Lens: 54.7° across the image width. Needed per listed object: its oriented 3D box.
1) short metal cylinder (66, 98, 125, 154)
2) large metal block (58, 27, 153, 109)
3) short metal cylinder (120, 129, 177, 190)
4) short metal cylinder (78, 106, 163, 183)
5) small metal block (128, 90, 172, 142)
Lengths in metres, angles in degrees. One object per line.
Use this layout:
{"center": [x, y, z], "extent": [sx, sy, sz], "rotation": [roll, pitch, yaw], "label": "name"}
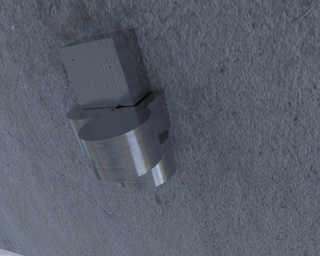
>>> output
{"center": [-0.075, -0.007, 0.409], "extent": [0.080, 0.080, 0.050], "rotation": [-2, 117, 29], "label": "short metal cylinder"}
{"center": [-0.065, -0.072, 0.383], "extent": [0.080, 0.050, 0.080], "rotation": [-2, 118, 29], "label": "large metal block"}
{"center": [-0.023, 0.037, 0.408], "extent": [0.080, 0.080, 0.050], "rotation": [0, 118, 28], "label": "short metal cylinder"}
{"center": [-0.042, 0.015, 0.340], "extent": [0.080, 0.080, 0.050], "rotation": [-2, 117, 29], "label": "short metal cylinder"}
{"center": [-0.011, -0.015, 0.391], "extent": [0.025, 0.050, 0.050], "rotation": [1, 119, 28], "label": "small metal block"}
